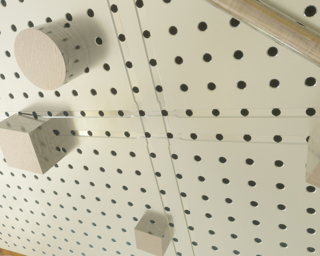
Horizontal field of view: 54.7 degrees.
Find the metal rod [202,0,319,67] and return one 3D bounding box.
[{"bbox_3d":[0.159,-0.065,0.286,0.301,0.025,0.025,33,128,6],"label":"metal rod"}]

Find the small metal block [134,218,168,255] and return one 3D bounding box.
[{"bbox_3d":[-0.014,0.190,0.535,0.050,0.025,0.050,11,123,22],"label":"small metal block"}]

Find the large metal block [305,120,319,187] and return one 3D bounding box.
[{"bbox_3d":[0.191,0.027,0.292,0.080,0.080,0.050,24,127,13],"label":"large metal block"}]

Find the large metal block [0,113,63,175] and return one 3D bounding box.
[{"bbox_3d":[-0.222,0.025,0.525,0.080,0.050,0.079,8,122,23],"label":"large metal block"}]

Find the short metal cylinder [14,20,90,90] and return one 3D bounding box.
[{"bbox_3d":[-0.141,-0.096,0.408,0.080,0.050,0.079,13,124,20],"label":"short metal cylinder"}]
